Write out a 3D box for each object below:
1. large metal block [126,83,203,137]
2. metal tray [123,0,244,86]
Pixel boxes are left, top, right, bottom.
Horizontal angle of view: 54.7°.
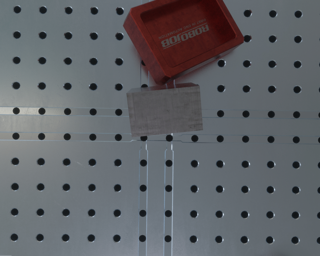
[{"bbox_3d":[0.005,-0.025,0.382,0.080,0.080,0.050,-6,101,0],"label":"large metal block"},{"bbox_3d":[0.032,-0.119,0.384,0.131,0.030,0.090,-30,90,-25],"label":"metal tray"}]
